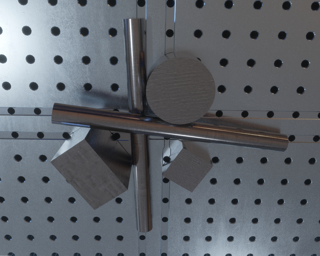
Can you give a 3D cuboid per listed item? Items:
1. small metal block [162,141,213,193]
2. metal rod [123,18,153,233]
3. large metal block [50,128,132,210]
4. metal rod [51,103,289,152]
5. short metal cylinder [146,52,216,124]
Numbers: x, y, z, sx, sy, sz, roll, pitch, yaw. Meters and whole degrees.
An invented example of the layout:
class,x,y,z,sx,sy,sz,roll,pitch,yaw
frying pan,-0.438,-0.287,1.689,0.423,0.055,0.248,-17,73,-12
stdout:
class,x,y,z,sx,sy,sz,roll,pitch,yaw
small metal block,0.038,0.054,0.435,0.050,0.025,0.050,32,107,-12
metal rod,-0.027,0.010,0.417,0.025,0.025,0.298,-2,110,0
large metal block,-0.082,0.042,0.397,0.050,0.080,0.080,-33,107,11
metal rod,0.022,0.001,0.394,0.302,0.025,0.025,7,110,-11
short metal cylinder,0.024,-0.050,0.382,0.081,0.050,0.079,0,110,-1
